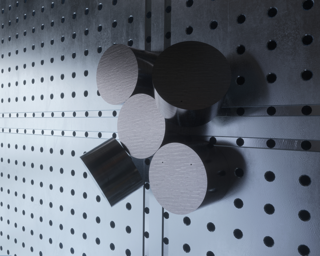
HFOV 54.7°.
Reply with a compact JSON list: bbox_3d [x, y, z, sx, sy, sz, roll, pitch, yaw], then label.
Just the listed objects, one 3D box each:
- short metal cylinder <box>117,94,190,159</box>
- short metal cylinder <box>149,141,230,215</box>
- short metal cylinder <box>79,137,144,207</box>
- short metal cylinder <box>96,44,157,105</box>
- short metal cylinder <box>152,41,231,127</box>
[{"bbox_3d":[-0.009,-0.002,0.398,0.080,0.050,0.079,0,90,39],"label":"short metal cylinder"},{"bbox_3d":[0.034,0.056,0.363,0.080,0.050,0.079,0,90,39],"label":"short metal cylinder"},{"bbox_3d":[-0.066,0.059,0.418,0.080,0.050,0.080,50,161,25],"label":"short metal cylinder"},{"bbox_3d":[-0.042,-0.070,0.425,0.080,0.050,0.079,0,90,39],"label":"short metal cylinder"},{"bbox_3d":[0.033,-0.047,0.338,0.080,0.050,0.080,-1,70,2],"label":"short metal cylinder"}]
